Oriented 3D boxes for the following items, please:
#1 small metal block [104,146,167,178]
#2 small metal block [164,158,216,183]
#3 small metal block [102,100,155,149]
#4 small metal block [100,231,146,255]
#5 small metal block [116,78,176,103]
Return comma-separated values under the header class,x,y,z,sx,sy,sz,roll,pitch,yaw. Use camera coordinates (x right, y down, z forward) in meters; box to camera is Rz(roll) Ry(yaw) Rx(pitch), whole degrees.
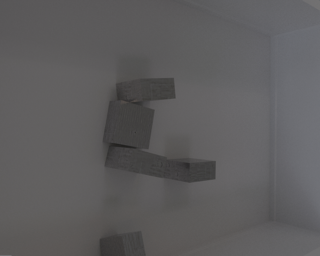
class,x,y,z,sx,sy,sz,roll,pitch,yaw
small metal block,-0.029,0.040,0.366,0.050,0.050,0.025,19,78,-39
small metal block,0.040,0.057,0.424,0.050,0.050,0.025,1,89,-40
small metal block,-0.037,-0.003,0.375,0.050,0.025,0.050,14,81,-39
small metal block,-0.041,0.146,0.348,0.025,0.050,0.050,0,71,-40
small metal block,-0.017,-0.045,0.375,0.050,0.050,0.025,-9,96,-40
